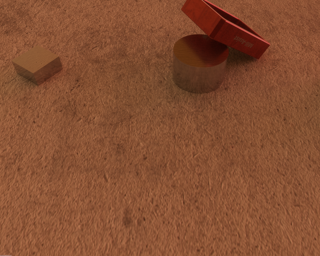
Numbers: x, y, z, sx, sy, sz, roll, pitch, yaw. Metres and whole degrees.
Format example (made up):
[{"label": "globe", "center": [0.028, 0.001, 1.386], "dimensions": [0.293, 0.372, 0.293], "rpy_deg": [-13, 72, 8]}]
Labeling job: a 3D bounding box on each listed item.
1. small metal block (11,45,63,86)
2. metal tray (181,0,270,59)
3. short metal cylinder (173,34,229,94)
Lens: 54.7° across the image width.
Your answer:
[{"label": "small metal block", "center": [-0.191, -0.099, 0.485], "dimensions": [0.050, 0.025, 0.050], "rpy_deg": [29, 56, 22]}, {"label": "metal tray", "center": [0.106, -0.159, 0.489], "dimensions": [0.131, 0.030, 0.090], "rpy_deg": [6, 39, -42]}, {"label": "short metal cylinder", "center": [0.060, -0.098, 0.469], "dimensions": [0.081, 0.050, 0.080], "rpy_deg": [0, 50, 0]}]
